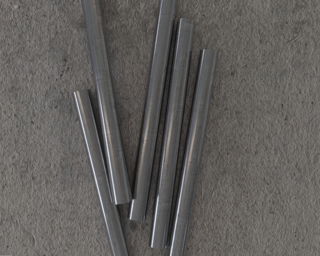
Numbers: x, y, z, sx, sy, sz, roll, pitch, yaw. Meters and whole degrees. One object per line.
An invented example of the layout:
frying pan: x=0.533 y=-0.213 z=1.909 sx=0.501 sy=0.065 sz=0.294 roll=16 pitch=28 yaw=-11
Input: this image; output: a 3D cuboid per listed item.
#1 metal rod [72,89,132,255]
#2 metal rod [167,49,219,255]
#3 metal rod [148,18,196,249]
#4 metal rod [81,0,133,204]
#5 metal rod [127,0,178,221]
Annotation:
metal rod: x=-0.068 y=0.097 z=0.409 sx=0.025 sy=0.025 sz=0.298 roll=-14 pitch=90 yaw=0
metal rod: x=0.041 y=0.046 z=0.410 sx=0.025 sy=0.025 sz=0.298 roll=9 pitch=90 yaw=0
metal rod: x=0.016 y=0.007 z=0.409 sx=0.025 sy=0.025 sz=0.298 roll=7 pitch=90 yaw=0
metal rod: x=-0.072 y=-0.053 z=0.401 sx=0.025 sy=0.025 sz=0.298 roll=-9 pitch=87 yaw=0
metal rod: x=-0.009 y=-0.029 z=0.409 sx=0.025 sy=0.025 sz=0.298 roll=8 pitch=90 yaw=0
